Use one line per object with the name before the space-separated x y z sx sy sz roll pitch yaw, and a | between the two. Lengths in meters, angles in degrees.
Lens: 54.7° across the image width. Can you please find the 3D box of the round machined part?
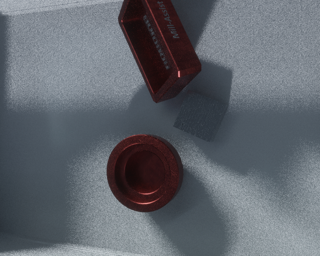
round machined part | -0.016 0.057 0.406 0.098 0.042 0.097 0 90 19

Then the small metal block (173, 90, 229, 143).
small metal block | 0.052 -0.015 0.392 0.050 0.025 0.050 24 98 18

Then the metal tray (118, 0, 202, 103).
metal tray | -0.006 -0.106 0.378 0.030 0.090 0.129 -20 81 -23
